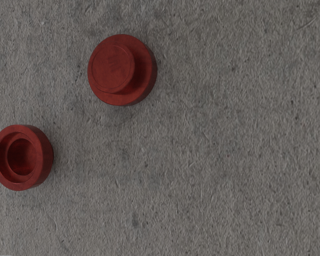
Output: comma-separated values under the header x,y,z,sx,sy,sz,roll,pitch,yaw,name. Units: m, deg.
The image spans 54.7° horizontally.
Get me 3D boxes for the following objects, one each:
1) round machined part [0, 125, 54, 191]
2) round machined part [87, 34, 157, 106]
x,y,z,sx,sy,sz,roll,pitch,yaw,name
-0.203,0.044,0.472,0.098,0.042,0.097,0,90,20,round machined part
-0.057,-0.079,0.420,0.098,0.042,0.097,0,90,20,round machined part
